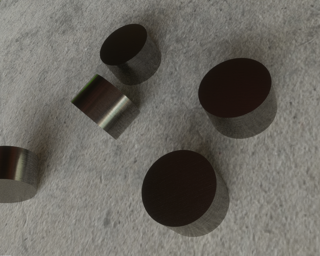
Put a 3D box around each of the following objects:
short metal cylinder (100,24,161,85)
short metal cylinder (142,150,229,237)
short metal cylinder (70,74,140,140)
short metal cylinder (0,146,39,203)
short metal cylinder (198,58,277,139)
[{"bbox_3d":[-0.045,-0.113,0.479,0.080,0.050,0.080,-13,56,20],"label":"short metal cylinder"},{"bbox_3d":[0.028,0.070,0.330,0.080,0.050,0.080,-13,56,20],"label":"short metal cylinder"},{"bbox_3d":[-0.074,-0.028,0.423,0.080,0.080,0.050,35,81,38],"label":"short metal cylinder"},{"bbox_3d":[-0.216,0.067,0.438,0.080,0.080,0.050,-20,54,16],"label":"short metal cylinder"},{"bbox_3d":[0.091,-0.034,0.360,0.080,0.050,0.080,-13,56,20],"label":"short metal cylinder"}]
